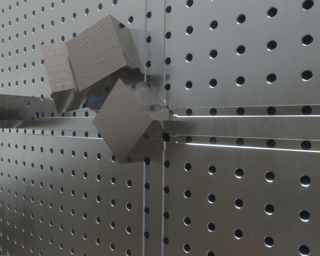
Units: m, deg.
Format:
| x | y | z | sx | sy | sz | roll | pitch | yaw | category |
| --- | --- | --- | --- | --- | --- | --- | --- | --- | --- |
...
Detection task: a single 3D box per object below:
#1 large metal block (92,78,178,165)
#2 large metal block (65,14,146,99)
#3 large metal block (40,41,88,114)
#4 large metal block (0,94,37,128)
| x | y | z | sx | sy | sz | roll | pitch | yaw | category |
| --- | --- | --- | --- | --- | --- | --- | --- | --- | --- |
| -0.036 | -0.009 | 0.421 | 0.080 | 0.050 | 0.080 | 52 | 120 | 27 | large metal block |
| -0.078 | -0.099 | 0.443 | 0.080 | 0.050 | 0.080 | -25 | 74 | 21 | large metal block |
| -0.149 | -0.079 | 0.489 | 0.080 | 0.050 | 0.080 | 122 | 131 | -67 | large metal block |
| -0.308 | -0.031 | 0.624 | 0.080 | 0.081 | 0.050 | -15 | 81 | 38 | large metal block |
